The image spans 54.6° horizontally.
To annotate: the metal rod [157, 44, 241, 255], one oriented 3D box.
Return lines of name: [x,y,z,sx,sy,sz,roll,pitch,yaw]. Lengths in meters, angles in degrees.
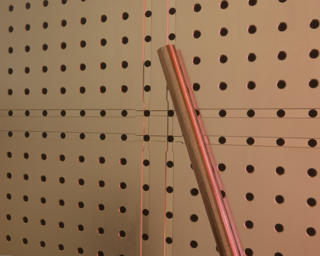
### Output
metal rod: [0.051,0.038,0.394,0.025,0.025,0.299,-19,84,19]
